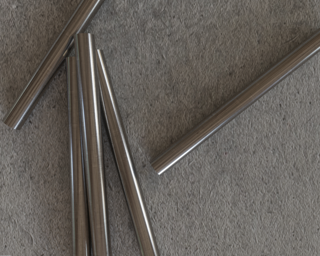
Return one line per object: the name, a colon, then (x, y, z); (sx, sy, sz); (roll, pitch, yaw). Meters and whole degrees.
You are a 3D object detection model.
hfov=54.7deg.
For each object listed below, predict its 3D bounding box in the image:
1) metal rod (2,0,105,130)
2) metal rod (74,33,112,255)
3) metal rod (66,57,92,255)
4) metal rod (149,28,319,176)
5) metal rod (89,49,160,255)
metal rod: (-0.114, -0.129, 0.408); (0.025, 0.025, 0.299); (33, 90, -1)
metal rod: (-0.084, 0.034, 0.395); (0.025, 0.025, 0.298); (-4, 96, -1)
metal rod: (-0.107, 0.058, 0.408); (0.025, 0.025, 0.298); (-2, 90, -1)
metal rod: (0.112, -0.039, 0.411); (0.300, 0.025, 0.025); (-38, 90, -1)
metal rod: (-0.047, 0.044, 0.409); (0.025, 0.025, 0.298); (-16, 90, 0)
